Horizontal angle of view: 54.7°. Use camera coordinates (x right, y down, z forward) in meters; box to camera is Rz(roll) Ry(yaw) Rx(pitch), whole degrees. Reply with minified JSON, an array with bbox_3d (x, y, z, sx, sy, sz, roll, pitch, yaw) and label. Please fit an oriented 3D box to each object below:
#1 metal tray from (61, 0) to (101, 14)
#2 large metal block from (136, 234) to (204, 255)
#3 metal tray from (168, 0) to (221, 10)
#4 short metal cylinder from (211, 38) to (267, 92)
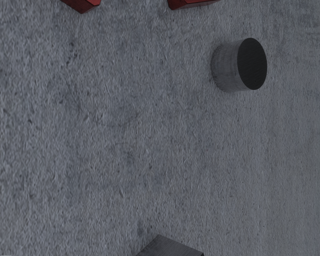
[{"bbox_3d":[-0.089,-0.202,0.325,0.090,0.030,0.130,26,74,-37],"label":"metal tray"},{"bbox_3d":[0.005,0.184,0.374,0.081,0.080,0.050,-33,111,-35],"label":"large metal block"},{"bbox_3d":[0.040,-0.239,0.433,0.091,0.030,0.129,-25,106,-37],"label":"metal tray"},{"bbox_3d":[0.127,-0.098,0.495,0.081,0.050,0.079,0,90,-40],"label":"short metal cylinder"}]
